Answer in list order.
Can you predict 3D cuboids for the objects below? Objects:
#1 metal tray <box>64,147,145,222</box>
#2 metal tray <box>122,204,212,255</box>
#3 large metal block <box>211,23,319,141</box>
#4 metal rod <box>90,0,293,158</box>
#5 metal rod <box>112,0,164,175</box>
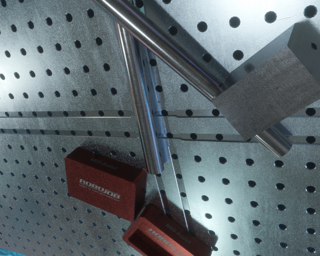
[{"bbox_3d":[-0.092,0.093,0.512,0.130,0.030,0.089,18,125,17],"label":"metal tray"},{"bbox_3d":[0.009,0.197,0.523,0.130,0.030,0.089,37,129,3],"label":"metal tray"},{"bbox_3d":[0.105,-0.044,0.293,0.050,0.080,0.080,48,129,-6],"label":"large metal block"},{"bbox_3d":[0.025,-0.070,0.333,0.300,0.025,0.025,39,129,-7],"label":"metal rod"},{"bbox_3d":[-0.030,-0.070,0.381,0.025,0.025,0.298,4,121,26],"label":"metal rod"}]
